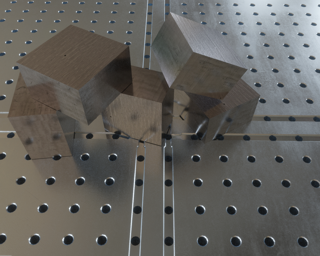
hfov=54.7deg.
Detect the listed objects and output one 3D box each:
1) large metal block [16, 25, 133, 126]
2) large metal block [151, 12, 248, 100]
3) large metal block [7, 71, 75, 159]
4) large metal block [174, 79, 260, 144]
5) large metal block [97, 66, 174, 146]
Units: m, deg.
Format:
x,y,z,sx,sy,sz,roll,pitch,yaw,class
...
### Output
x,y,z,sx,sy,sz,roll,pitch,yaw,class
-0.088,-0.060,0.335,0.080,0.050,0.080,25,54,19,large metal block
0.045,-0.086,0.375,0.081,0.050,0.080,8,44,-32,large metal block
-0.141,-0.019,0.385,0.050,0.080,0.080,-5,50,-4,large metal block
0.073,-0.037,0.423,0.081,0.050,0.080,-24,54,-19,large metal block
-0.028,-0.030,0.396,0.080,0.080,0.050,15,52,11,large metal block
